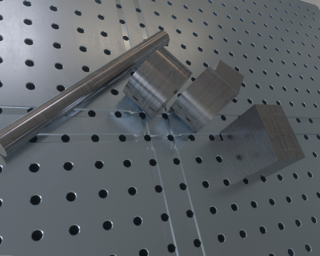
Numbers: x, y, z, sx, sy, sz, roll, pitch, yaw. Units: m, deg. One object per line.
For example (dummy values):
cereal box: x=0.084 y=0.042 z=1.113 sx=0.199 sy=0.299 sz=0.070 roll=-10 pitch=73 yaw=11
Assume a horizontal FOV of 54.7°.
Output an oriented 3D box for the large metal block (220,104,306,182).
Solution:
large metal block: x=0.140 y=0.022 z=0.435 sx=0.050 sy=0.080 sz=0.080 roll=-1 pitch=62 yaw=-29

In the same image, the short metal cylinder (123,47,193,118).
short metal cylinder: x=-0.003 y=-0.059 z=0.408 sx=0.050 sy=0.080 sz=0.080 roll=42 pitch=51 yaw=0

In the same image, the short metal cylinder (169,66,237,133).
short metal cylinder: x=0.059 y=-0.039 z=0.429 sx=0.050 sy=0.080 sz=0.080 roll=44 pitch=51 yaw=2

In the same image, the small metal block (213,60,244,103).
small metal block: x=0.107 y=-0.077 z=0.513 sx=0.050 sy=0.025 sz=0.050 roll=32 pitch=51 yaw=-7

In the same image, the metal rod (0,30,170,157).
metal rod: x=-0.078 y=-0.063 z=0.404 sx=0.025 sy=0.025 sz=0.302 roll=44 pitch=51 yaw=2
